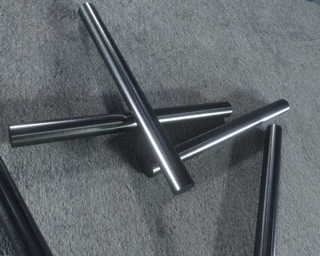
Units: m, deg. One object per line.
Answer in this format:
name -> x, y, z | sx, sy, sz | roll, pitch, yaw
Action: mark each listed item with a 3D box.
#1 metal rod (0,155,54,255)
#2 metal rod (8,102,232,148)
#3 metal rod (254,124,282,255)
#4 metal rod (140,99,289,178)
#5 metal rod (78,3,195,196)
metal rod -> -0.148, 0.057, 0.288 | 0.025, 0.025, 0.299 | -25, 75, -37
metal rod -> -0.025, -0.010, 0.395 | 0.303, 0.025, 0.025 | -8, 66, -32
metal rod -> 0.142, 0.114, 0.410 | 0.025, 0.025, 0.300 | 29, 52, -10
metal rod -> 0.100, 0.004, 0.454 | 0.302, 0.025, 0.025 | -21, 73, -36
metal rod -> -0.041, -0.054, 0.388 | 0.025, 0.025, 0.299 | -12, 60, -33
